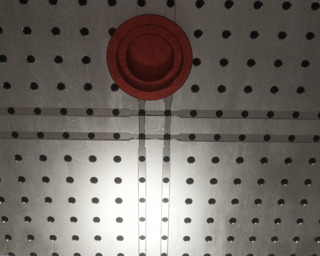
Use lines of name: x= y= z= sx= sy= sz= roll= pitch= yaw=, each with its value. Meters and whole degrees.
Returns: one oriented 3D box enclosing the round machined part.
round machined part: x=-0.012 y=-0.086 z=0.373 sx=0.099 sy=0.042 sz=0.097 roll=0 pitch=110 yaw=-1
